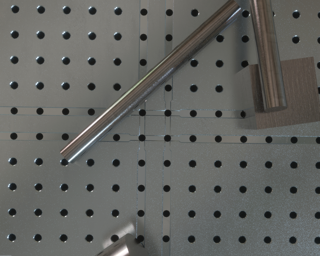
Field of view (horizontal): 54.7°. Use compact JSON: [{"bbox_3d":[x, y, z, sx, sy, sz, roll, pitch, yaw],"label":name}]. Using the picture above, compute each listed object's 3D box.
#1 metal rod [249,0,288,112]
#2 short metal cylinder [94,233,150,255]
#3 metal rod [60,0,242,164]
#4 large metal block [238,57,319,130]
[{"bbox_3d":[0.122,-0.167,0.383,0.025,0.025,0.299,-4,78,-1],"label":"metal rod"},{"bbox_3d":[-0.041,0.181,0.386,0.050,0.080,0.080,-35,90,0],"label":"short metal cylinder"},{"bbox_3d":[-0.012,-0.062,0.413,0.300,0.025,0.025,-42,91,-1],"label":"metal rod"},{"bbox_3d":[0.153,-0.043,0.403,0.081,0.050,0.080,-8,90,-1],"label":"large metal block"}]
